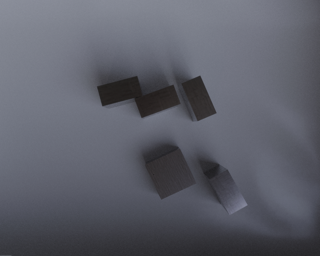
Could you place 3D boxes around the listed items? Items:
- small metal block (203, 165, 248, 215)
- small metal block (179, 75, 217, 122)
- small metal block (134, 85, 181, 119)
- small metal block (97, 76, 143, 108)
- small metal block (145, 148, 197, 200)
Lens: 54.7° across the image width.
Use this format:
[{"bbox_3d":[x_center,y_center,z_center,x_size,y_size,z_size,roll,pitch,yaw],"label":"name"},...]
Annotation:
[{"bbox_3d":[0.083,0.078,0.400,0.025,0.050,0.050,-29,90,0],"label":"small metal block"},{"bbox_3d":[0.047,-0.036,0.400,0.025,0.050,0.050,-23,90,0],"label":"small metal block"},{"bbox_3d":[-0.003,-0.032,0.399,0.050,0.050,0.025,-20,91,0],"label":"small metal block"},{"bbox_3d":[-0.049,-0.045,0.398,0.050,0.050,0.025,-15,90,0],"label":"small metal block"},{"bbox_3d":[0.014,0.059,0.412,0.050,0.025,0.050,-25,90,-1],"label":"small metal block"}]
